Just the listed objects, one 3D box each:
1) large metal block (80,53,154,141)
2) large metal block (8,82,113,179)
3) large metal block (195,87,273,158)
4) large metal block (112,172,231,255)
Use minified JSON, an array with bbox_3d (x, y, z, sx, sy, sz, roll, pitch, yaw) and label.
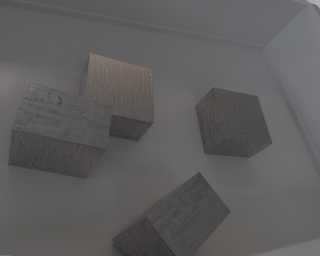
[{"bbox_3d":[-0.056,-0.036,0.381,0.081,0.050,0.080,11,57,-22],"label":"large metal block"},{"bbox_3d":[-0.101,0.007,0.312,0.081,0.080,0.050,15,56,-20],"label":"large metal block"},{"bbox_3d":[0.105,-0.006,0.449,0.081,0.050,0.080,7,59,-25],"label":"large metal block"},{"bbox_3d":[0.011,0.098,0.312,0.081,0.080,0.050,-30,79,-42],"label":"large metal block"}]
